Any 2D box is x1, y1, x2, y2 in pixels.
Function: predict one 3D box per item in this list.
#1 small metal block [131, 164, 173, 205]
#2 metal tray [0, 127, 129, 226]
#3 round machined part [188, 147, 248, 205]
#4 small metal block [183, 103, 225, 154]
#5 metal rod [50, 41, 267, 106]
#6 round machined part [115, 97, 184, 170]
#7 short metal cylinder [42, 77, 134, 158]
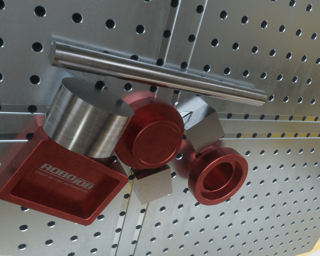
[{"bbox_3d":[-0.011,0.078,0.454,0.050,0.025,0.050,-18,126,-18],"label":"small metal block"},{"bbox_3d":[-0.115,0.065,0.384,0.090,0.030,0.130,-49,129,7],"label":"metal tray"},{"bbox_3d":[0.087,0.071,0.492,0.099,0.042,0.097,-14,124,-21],"label":"round machined part"},{"bbox_3d":[0.060,0.001,0.445,0.050,0.025,0.050,-33,129,-7],"label":"small metal block"},{"bbox_3d":[0.022,-0.060,0.385,0.302,0.025,0.025,6,115,-31],"label":"metal rod"},{"bbox_3d":[-0.011,0.013,0.401,0.099,0.042,0.097,-13,121,-22],"label":"round machined part"},{"bbox_3d":[-0.075,-0.012,0.327,0.080,0.080,0.050,19,108,-36],"label":"short metal cylinder"}]
